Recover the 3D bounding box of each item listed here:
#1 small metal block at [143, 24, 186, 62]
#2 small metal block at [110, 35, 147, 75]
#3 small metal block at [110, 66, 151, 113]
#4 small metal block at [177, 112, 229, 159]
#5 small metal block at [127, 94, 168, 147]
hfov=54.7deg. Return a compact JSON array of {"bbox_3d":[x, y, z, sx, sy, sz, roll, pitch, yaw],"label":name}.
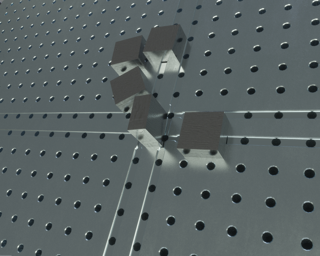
[{"bbox_3d":[0.007,-0.132,0.484,0.050,0.025,0.050,3,63,29],"label":"small metal block"},{"bbox_3d":[-0.049,-0.119,0.505,0.050,0.025,0.050,-7,58,24],"label":"small metal block"},{"bbox_3d":[-0.043,-0.058,0.465,0.050,0.025,0.050,-27,53,11],"label":"small metal block"},{"bbox_3d":[0.053,0.008,0.375,0.050,0.025,0.050,1,62,28],"label":"small metal block"},{"bbox_3d":[-0.015,-0.008,0.404,0.025,0.050,0.050,-5,60,25],"label":"small metal block"}]
